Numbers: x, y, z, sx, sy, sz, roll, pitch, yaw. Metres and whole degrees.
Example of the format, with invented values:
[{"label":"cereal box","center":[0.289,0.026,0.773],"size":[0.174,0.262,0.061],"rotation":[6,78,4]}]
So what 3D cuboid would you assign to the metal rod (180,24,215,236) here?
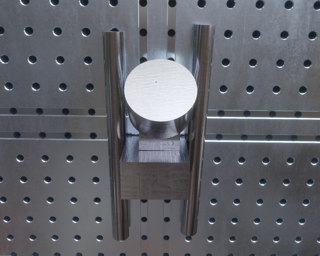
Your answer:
[{"label":"metal rod","center":[0.048,0.017,0.420],"size":[0.025,0.025,0.298],"rotation":[2,110,-1]}]

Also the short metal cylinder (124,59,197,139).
[{"label":"short metal cylinder","center":[0.001,-0.033,0.365],"size":[0.081,0.050,0.080],"rotation":[1,66,-1]}]

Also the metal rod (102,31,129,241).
[{"label":"metal rod","center":[-0.058,0.024,0.422],"size":[0.025,0.025,0.298],"rotation":[1,110,0]}]

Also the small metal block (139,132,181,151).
[{"label":"small metal block","center":[-0.001,0.007,0.402],"size":[0.050,0.050,0.025],"rotation":[1,110,-1]}]

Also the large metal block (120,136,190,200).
[{"label":"large metal block","center":[-0.006,0.049,0.399],"size":[0.081,0.080,0.050],"rotation":[1,110,-1]}]
